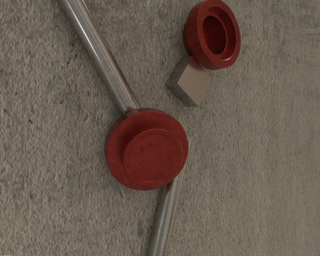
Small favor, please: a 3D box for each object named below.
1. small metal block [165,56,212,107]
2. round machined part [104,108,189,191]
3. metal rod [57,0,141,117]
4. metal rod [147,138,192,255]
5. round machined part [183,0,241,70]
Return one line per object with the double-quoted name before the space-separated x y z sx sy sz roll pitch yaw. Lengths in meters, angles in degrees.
"small metal block" 0.041 -0.065 0.439 0.050 0.025 0.050 43 64 -32
"round machined part" -0.012 0.028 0.358 0.099 0.042 0.097 -5 106 -16
"metal rod" -0.061 -0.071 0.353 0.025 0.025 0.299 -41 115 -32
"metal rod" -0.002 0.156 0.403 0.025 0.025 0.299 22 76 -38
"round machined part" 0.071 -0.132 0.451 0.099 0.042 0.097 3 85 -41
